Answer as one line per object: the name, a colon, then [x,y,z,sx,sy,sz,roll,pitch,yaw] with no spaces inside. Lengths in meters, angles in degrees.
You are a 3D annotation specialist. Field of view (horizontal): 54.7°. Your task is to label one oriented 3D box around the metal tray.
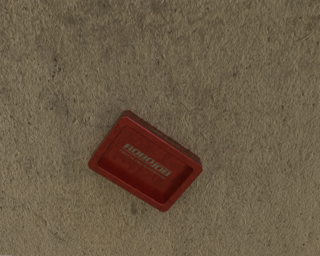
metal tray: [-0.019,0.047,0.426,0.130,0.030,0.090,34,106,-12]
